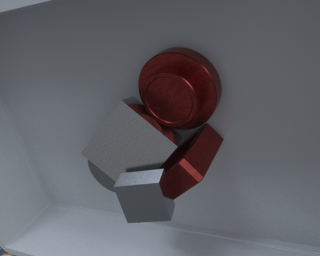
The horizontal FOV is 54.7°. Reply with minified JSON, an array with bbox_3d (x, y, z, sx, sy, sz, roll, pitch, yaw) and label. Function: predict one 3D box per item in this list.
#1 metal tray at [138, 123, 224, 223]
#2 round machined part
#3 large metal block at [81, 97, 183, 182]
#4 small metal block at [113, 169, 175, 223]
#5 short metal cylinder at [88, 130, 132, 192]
[{"bbox_3d":[0.015,0.058,0.390,0.030,0.090,0.129,45,129,-2],"label":"metal tray"},{"bbox_3d":[0.018,-0.040,0.360,0.098,0.042,0.097,13,124,20],"label":"round machined part"},{"bbox_3d":[-0.032,0.020,0.372,0.080,0.050,0.080,40,104,1],"label":"large metal block"},{"bbox_3d":[-0.016,0.074,0.336,0.050,0.025,0.050,-9,114,17],"label":"small metal block"},{"bbox_3d":[-0.055,0.047,0.447,0.080,0.050,0.079,13,124,20],"label":"short metal cylinder"}]
